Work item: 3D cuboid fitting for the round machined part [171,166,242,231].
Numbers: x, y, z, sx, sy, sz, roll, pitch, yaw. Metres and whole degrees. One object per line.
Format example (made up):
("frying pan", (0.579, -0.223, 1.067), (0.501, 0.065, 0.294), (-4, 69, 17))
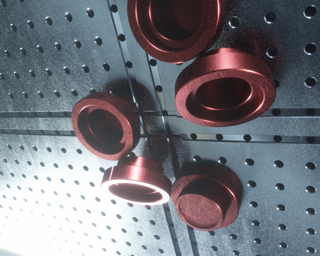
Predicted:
("round machined part", (0.060, 0.104, 0.432), (0.098, 0.042, 0.097), (13, 124, 20))

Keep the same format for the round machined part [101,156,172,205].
("round machined part", (-0.031, 0.073, 0.443), (0.099, 0.042, 0.098), (7, 149, 4))

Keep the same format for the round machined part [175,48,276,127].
("round machined part", (0.065, -0.043, 0.319), (0.099, 0.042, 0.098), (0, 149, 1))

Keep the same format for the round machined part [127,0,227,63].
("round machined part", (0.019, -0.118, 0.311), (0.098, 0.042, 0.097), (13, 118, 26))

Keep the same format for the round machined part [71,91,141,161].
("round machined part", (-0.070, -0.006, 0.432), (0.098, 0.042, 0.097), (13, 124, 20))
